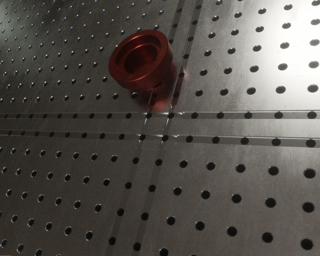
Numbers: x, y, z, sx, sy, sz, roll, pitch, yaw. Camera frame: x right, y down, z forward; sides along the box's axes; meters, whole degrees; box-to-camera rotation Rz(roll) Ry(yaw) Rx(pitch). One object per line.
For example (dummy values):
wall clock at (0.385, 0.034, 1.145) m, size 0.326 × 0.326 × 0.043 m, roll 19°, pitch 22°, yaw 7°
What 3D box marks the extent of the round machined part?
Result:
round machined part at (-0.025, -0.098, 0.469) m, size 0.098 × 0.042 × 0.098 m, roll -13°, pitch 56°, yaw 20°
